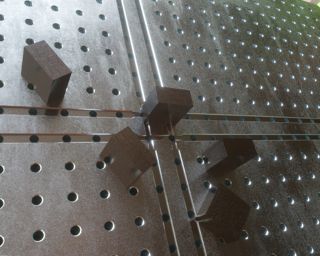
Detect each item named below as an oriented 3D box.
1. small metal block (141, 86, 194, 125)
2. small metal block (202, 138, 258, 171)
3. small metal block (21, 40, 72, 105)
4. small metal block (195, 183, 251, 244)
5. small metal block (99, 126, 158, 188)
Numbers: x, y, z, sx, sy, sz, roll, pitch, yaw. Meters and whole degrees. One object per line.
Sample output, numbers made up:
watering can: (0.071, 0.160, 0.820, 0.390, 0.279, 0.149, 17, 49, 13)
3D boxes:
small metal block: (0.008, -0.029, 0.414, 0.050, 0.050, 0.025, 4, 60, -26)
small metal block: (0.093, 0.036, 0.420, 0.050, 0.050, 0.025, 1, 61, -28)
small metal block: (-0.133, -0.064, 0.359, 0.050, 0.050, 0.025, 49, 51, 6)
small metal block: (0.079, 0.106, 0.386, 0.050, 0.025, 0.050, 39, 51, -2)
small metal block: (-0.037, 0.034, 0.351, 0.050, 0.050, 0.025, 49, 51, 6)
